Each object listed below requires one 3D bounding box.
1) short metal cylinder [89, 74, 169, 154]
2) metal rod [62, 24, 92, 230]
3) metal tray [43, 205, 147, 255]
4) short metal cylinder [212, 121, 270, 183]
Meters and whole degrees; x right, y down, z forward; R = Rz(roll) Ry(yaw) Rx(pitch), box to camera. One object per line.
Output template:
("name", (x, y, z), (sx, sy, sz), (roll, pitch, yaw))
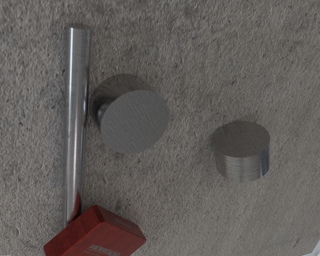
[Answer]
("short metal cylinder", (-0.036, -0.017, 0.361), (0.081, 0.050, 0.079), (-14, 124, -21))
("metal rod", (-0.102, 0.031, 0.370), (0.025, 0.025, 0.298), (-5, 121, -26))
("metal tray", (-0.086, 0.165, 0.441), (0.090, 0.030, 0.130), (-40, 142, -1))
("short metal cylinder", (0.121, 0.034, 0.458), (0.080, 0.080, 0.050), (-25, 128, -13))
